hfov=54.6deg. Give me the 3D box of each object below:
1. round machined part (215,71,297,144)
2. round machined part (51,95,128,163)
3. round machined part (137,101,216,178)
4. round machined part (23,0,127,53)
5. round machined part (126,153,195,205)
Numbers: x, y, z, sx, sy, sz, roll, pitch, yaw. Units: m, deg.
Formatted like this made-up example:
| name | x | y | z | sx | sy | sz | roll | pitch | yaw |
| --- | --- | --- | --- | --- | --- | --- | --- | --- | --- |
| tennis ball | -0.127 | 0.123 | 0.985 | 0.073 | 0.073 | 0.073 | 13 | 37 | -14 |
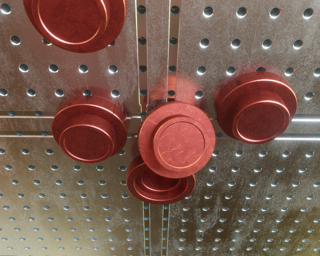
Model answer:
| name | x | y | z | sx | sy | sz | roll | pitch | yaw |
| --- | --- | --- | --- | --- | --- | --- | --- | --- | --- |
| round machined part | 0.120 | -0.018 | 0.386 | 0.099 | 0.042 | 0.097 | 0 | 130 | 0 |
| round machined part | -0.092 | 0.009 | 0.407 | 0.099 | 0.042 | 0.097 | 0 | 130 | 0 |
| round machined part | 0.022 | 0.017 | 0.386 | 0.099 | 0.042 | 0.097 | -2 | 100 | -9 |
| round machined part | -0.083 | -0.117 | 0.300 | 0.099 | 0.042 | 0.097 | 0 | 130 | 0 |
| round machined part | 0.001 | 0.067 | 0.457 | 0.099 | 0.042 | 0.097 | 0 | 130 | 0 |
